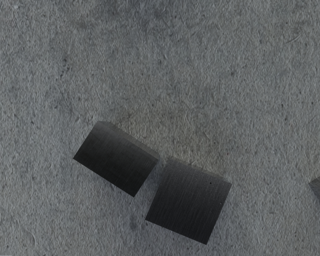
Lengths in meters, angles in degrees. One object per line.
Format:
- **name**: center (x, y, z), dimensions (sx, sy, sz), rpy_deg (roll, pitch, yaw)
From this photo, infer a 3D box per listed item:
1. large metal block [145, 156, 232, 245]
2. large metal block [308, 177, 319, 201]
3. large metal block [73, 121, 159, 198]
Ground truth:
- **large metal block**: center (0.035, 0.089, 0.398), dimensions (0.080, 0.050, 0.080), rpy_deg (23, 90, 0)
- **large metal block**: center (0.259, 0.088, 0.399), dimensions (0.080, 0.050, 0.080), rpy_deg (-33, 90, 0)
- **large metal block**: center (-0.049, 0.034, 0.382), dimensions (0.080, 0.080, 0.050), rpy_deg (33, 90, 0)
